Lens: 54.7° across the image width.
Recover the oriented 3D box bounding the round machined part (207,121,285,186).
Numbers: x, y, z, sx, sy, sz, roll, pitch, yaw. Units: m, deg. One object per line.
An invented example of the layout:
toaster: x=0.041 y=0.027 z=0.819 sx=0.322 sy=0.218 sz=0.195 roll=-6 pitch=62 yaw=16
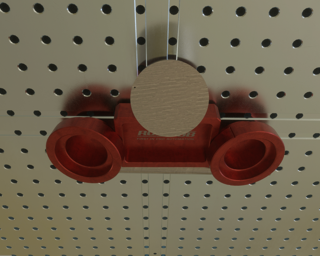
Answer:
round machined part: x=0.110 y=0.029 z=0.415 sx=0.099 sy=0.042 sz=0.097 roll=-5 pitch=129 yaw=-6

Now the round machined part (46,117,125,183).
round machined part: x=-0.094 y=0.025 z=0.409 sx=0.099 sy=0.042 sz=0.097 roll=5 pitch=128 yaw=6

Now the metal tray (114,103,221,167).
metal tray: x=0.008 y=0.012 z=0.413 sx=0.131 sy=0.030 sz=0.089 roll=0 pitch=131 yaw=-1

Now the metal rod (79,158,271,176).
metal rod: x=0.010 y=0.055 z=0.453 sx=0.302 sy=0.025 sz=0.025 roll=1 pitch=130 yaw=-2

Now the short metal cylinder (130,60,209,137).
short metal cylinder: x=0.010 y=-0.035 z=0.341 sx=0.081 sy=0.050 sz=0.079 roll=0 pitch=104 yaw=0
